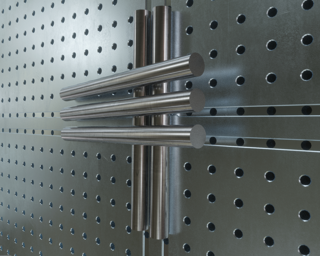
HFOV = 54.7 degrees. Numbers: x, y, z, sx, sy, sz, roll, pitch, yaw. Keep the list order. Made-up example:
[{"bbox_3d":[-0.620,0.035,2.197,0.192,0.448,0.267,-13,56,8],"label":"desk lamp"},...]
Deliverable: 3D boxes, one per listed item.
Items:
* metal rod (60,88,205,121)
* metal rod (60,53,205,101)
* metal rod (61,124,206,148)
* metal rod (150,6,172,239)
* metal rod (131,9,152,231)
[{"bbox_3d":[-0.062,-0.026,0.431,0.300,0.025,0.025,-1,89,48],"label":"metal rod"},{"bbox_3d":[-0.063,-0.063,0.432,0.300,0.025,0.025,-2,89,47],"label":"metal rod"},{"bbox_3d":[-0.061,0.009,0.430,0.300,0.025,0.025,0,90,48],"label":"metal rod"},{"bbox_3d":[0.001,-0.007,0.407,0.025,0.025,0.298,1,91,39],"label":"metal rod"},{"bbox_3d":[-0.026,-0.010,0.429,0.025,0.025,0.298,1,91,39],"label":"metal rod"}]
